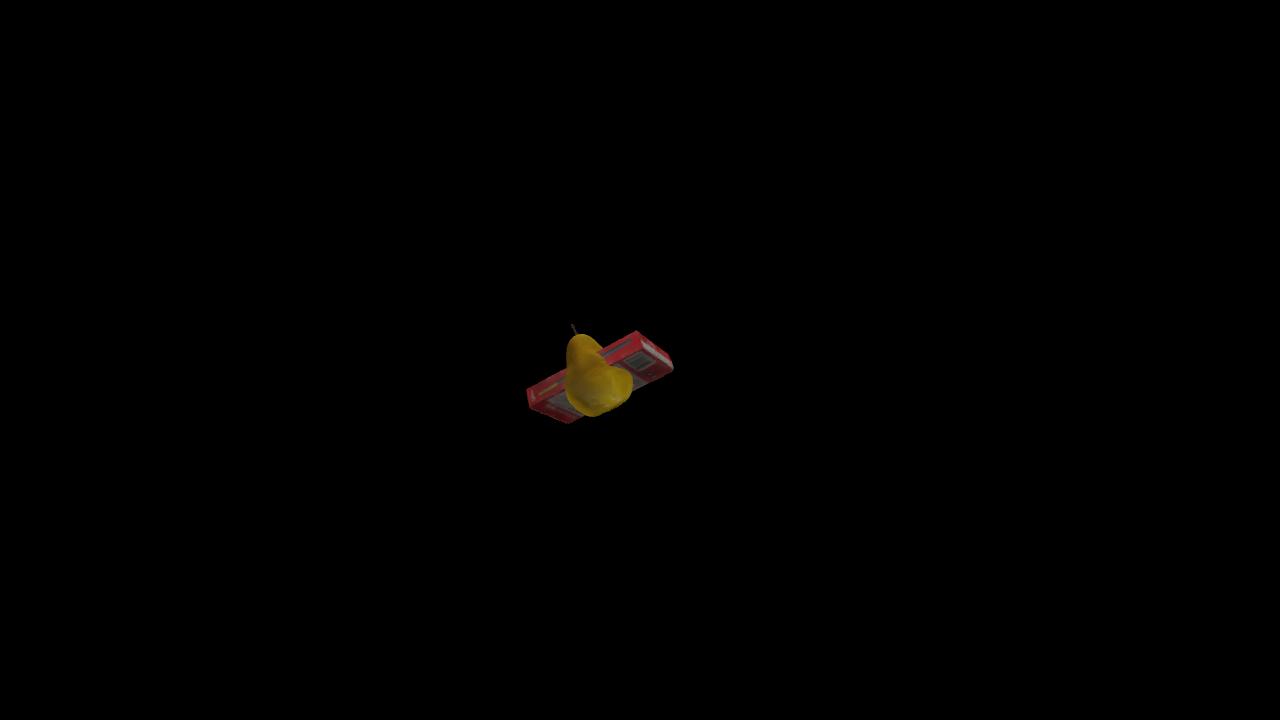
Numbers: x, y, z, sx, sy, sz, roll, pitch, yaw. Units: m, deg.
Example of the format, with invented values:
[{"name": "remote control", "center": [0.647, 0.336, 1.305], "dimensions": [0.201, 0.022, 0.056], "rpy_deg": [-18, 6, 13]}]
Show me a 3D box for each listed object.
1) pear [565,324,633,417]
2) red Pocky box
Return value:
[{"name": "pear", "center": [-0.056, 0.006, 0.693], "dimensions": [0.080, 0.111, 0.080], "rpy_deg": [-29, -6, -3]}, {"name": "red Pocky box", "center": [-0.046, 0.023, 0.708], "dimensions": [0.155, 0.028, 0.083], "rpy_deg": [-27, -29, 17]}]
